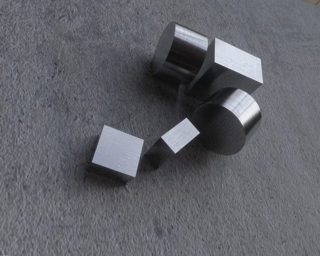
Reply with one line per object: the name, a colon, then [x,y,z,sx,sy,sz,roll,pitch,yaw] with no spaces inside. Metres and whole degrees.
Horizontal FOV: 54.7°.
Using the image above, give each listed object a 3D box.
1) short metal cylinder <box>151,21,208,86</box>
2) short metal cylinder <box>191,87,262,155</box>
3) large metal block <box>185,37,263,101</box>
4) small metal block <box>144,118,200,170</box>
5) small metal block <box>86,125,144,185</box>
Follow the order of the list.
short metal cylinder: [0.026,-0.107,0.450,0.050,0.080,0.080,18,55,-19]
short metal cylinder: [0.091,-0.009,0.425,0.080,0.080,0.050,47,51,4]
large metal block: [0.095,-0.077,0.469,0.081,0.080,0.050,20,54,-17]
small metal block: [0.015,0.020,0.385,0.025,0.050,0.050,50,51,6]
small metal block: [-0.051,0.031,0.358,0.050,0.025,0.050,22,53,-15]
